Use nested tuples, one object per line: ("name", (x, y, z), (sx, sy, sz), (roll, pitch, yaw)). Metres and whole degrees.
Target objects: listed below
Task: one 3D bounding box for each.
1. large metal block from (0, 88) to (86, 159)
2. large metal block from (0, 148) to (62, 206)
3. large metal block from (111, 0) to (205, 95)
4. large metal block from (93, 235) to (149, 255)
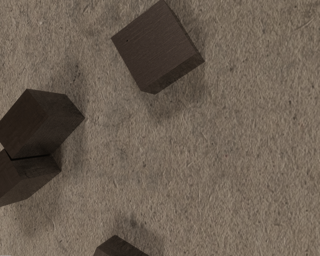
("large metal block", (-0.168, -0.005, 0.437), (0.080, 0.080, 0.050), (-45, 76, 14))
("large metal block", (-0.209, 0.070, 0.451), (0.080, 0.080, 0.050), (-38, 78, 16))
("large metal block", (-0.002, -0.100, 0.396), (0.080, 0.050, 0.080), (-32, 80, 17))
("large metal block", (-0.054, 0.205, 0.414), (0.080, 0.050, 0.080), (26, 98, 18))
